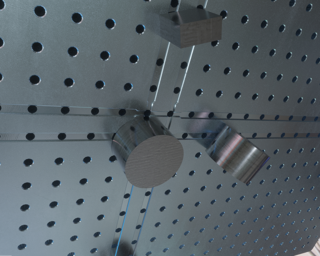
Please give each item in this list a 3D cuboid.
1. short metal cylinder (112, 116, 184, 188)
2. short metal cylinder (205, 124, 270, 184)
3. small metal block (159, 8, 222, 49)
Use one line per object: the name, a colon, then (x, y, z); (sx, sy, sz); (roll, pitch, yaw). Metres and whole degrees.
short metal cylinder: (-0.016, 0.032, 0.406); (0.081, 0.050, 0.079); (-14, 124, -22)
short metal cylinder: (0.115, 0.038, 0.462); (0.080, 0.080, 0.050); (29, 102, -38)
small metal block: (0.033, -0.112, 0.344); (0.050, 0.050, 0.025); (-17, 126, -19)
